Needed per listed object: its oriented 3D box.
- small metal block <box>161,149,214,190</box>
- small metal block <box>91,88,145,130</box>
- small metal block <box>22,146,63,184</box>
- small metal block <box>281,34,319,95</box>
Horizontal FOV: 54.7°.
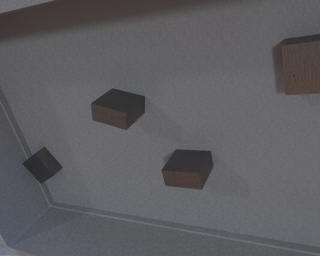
[{"bbox_3d":[0.037,0.053,0.406,0.050,0.050,0.025,1,119,28],"label":"small metal block"},{"bbox_3d":[-0.053,-0.026,0.405,0.050,0.050,0.025,16,125,19],"label":"small metal block"},{"bbox_3d":[-0.213,0.068,0.564,0.050,0.025,0.050,-31,102,37],"label":"small metal block"},{"bbox_3d":[0.146,-0.061,0.294,0.050,0.025,0.050,-1,118,29],"label":"small metal block"}]
